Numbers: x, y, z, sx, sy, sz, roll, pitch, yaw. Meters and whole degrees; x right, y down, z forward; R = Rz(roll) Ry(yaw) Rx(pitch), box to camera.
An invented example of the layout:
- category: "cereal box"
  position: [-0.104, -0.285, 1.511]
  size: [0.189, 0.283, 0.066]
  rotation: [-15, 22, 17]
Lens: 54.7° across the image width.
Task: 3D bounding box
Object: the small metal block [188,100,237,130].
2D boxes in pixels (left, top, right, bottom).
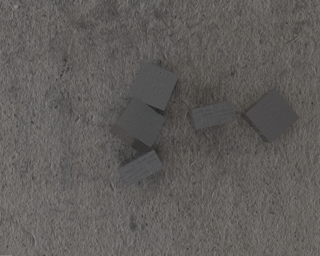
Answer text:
- category: "small metal block"
  position: [0.065, -0.016, 0.398]
  size: [0.050, 0.050, 0.025]
  rotation: [-13, 90, 0]

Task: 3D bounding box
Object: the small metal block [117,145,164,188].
- category: "small metal block"
  position: [-0.024, 0.047, 0.397]
  size: [0.050, 0.050, 0.025]
  rotation: [-29, 94, 0]

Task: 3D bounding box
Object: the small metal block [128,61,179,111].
- category: "small metal block"
  position: [-0.008, -0.054, 0.410]
  size: [0.050, 0.025, 0.050]
  rotation: [22, 90, 0]

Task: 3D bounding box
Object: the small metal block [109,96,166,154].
- category: "small metal block"
  position: [-0.028, -0.004, 0.393]
  size: [0.050, 0.025, 0.050]
  rotation: [36, 54, -12]

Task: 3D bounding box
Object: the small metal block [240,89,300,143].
- category: "small metal block"
  position: [0.145, -0.016, 0.411]
  size: [0.050, 0.025, 0.050]
  rotation: [-41, 90, 0]
